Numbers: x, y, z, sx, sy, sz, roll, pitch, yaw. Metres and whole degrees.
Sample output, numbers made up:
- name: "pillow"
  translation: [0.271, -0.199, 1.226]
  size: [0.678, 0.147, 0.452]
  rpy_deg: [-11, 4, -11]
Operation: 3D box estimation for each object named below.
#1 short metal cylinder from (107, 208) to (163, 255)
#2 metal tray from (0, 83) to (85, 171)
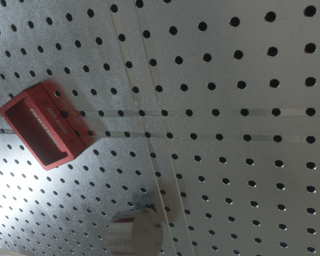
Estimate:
- name: "short metal cylinder"
  translation: [-0.038, 0.172, 0.501]
  size: [0.050, 0.080, 0.080]
  rpy_deg: [-15, 111, 34]
- name: "metal tray"
  translation: [-0.193, 0.002, 0.508]
  size: [0.090, 0.030, 0.130]
  rpy_deg: [-23, 107, 36]
